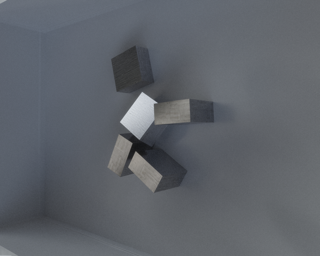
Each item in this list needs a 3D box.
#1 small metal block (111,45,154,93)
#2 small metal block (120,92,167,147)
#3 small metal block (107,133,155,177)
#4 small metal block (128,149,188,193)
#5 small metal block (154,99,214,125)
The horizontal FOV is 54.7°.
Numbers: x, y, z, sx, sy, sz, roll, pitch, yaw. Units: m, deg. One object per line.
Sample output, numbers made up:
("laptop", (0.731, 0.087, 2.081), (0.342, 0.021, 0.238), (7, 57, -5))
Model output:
("small metal block", (-0.039, -0.081, 0.437), (0.050, 0.025, 0.050), (-17, 79, 38))
("small metal block", (-0.017, -0.012, 0.404), (0.050, 0.025, 0.050), (-54, 46, 2))
("small metal block", (-0.037, 0.034, 0.418), (0.025, 0.050, 0.050), (31, 110, 30))
("small metal block", (-0.002, 0.052, 0.391), (0.050, 0.050, 0.025), (39, 114, 33))
("small metal block", (0.029, -0.018, 0.365), (0.050, 0.050, 0.025), (-4, 87, 39))
